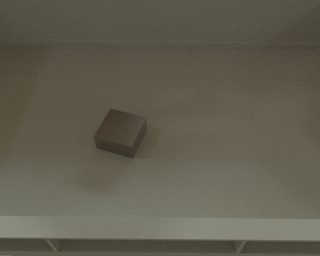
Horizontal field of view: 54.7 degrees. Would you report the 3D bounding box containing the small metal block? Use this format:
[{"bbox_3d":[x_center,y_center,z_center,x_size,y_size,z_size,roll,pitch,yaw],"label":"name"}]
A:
[{"bbox_3d":[-0.050,0.006,0.399,0.050,0.025,0.050,15,51,11],"label":"small metal block"}]
